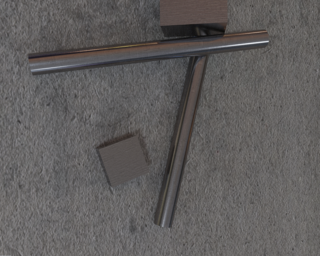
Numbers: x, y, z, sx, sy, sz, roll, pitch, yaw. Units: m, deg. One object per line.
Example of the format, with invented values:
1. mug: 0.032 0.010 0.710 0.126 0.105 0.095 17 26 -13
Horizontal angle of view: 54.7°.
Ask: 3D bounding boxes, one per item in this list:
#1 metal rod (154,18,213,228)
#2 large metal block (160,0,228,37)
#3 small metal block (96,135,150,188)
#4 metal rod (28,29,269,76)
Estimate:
1. metal rod: 0.036 -0.017 0.423 0.025 0.025 0.298 14 85 -20
2. large metal block: 0.043 -0.165 0.396 0.080 0.050 0.079 -1 91 7
3. small metal block: -0.048 0.041 0.392 0.050 0.025 0.050 -20 97 -19
4. metal rod: -0.003 -0.097 0.390 0.302 0.025 0.025 -10 94 -13
